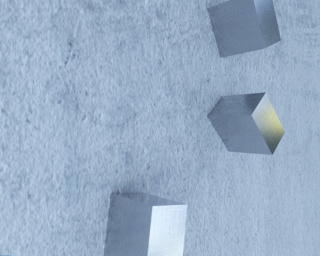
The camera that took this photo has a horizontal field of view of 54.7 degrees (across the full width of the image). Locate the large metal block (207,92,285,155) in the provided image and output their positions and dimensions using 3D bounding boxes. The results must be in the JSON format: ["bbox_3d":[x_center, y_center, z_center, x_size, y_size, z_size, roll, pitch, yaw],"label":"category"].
[{"bbox_3d":[0.135,-0.006,0.485,0.050,0.080,0.080,-51,120,-28],"label":"large metal block"}]

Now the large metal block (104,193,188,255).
[{"bbox_3d":[-0.018,0.121,0.356,0.050,0.080,0.080,10,84,-40],"label":"large metal block"}]

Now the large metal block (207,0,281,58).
[{"bbox_3d":[0.130,-0.161,0.480,0.050,0.080,0.080,-31,110,-36],"label":"large metal block"}]
